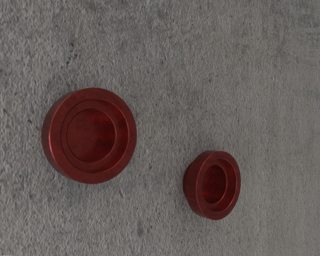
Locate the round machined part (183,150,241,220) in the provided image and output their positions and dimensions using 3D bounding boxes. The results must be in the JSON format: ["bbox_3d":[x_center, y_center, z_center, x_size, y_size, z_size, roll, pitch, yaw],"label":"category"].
[{"bbox_3d":[0.072,0.081,0.454,0.099,0.042,0.097,0,90,-40],"label":"round machined part"}]

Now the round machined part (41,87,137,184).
[{"bbox_3d":[-0.077,0.008,0.329,0.099,0.042,0.097,0,90,-40],"label":"round machined part"}]
